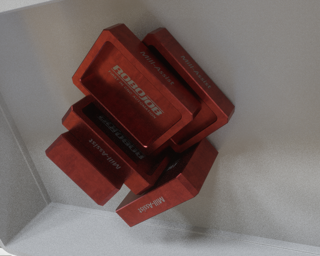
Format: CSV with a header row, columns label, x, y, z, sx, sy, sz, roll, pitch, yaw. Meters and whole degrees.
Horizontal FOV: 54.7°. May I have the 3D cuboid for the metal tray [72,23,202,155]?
label,x,y,z,sx,sy,sz,roll,pitch,yaw
metal tray,-0.029,-0.040,0.353,0.130,0.030,0.090,45,129,-3

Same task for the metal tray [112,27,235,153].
label,x,y,z,sx,sy,sz,roll,pitch,yaw
metal tray,0.013,-0.041,0.372,0.130,0.030,0.090,48,130,-5

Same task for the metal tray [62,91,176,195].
label,x,y,z,sx,sy,sz,roll,pitch,yaw
metal tray,-0.045,0.009,0.391,0.130,0.090,0.030,45,129,-3

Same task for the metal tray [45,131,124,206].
label,x,y,z,sx,sy,sz,roll,pitch,yaw
metal tray,-0.083,0.039,0.406,0.090,0.130,0.030,45,99,-3

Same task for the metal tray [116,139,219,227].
label,x,y,z,sx,sy,sz,roll,pitch,yaw
metal tray,0.008,0.070,0.402,0.030,0.090,0.129,49,128,-6
